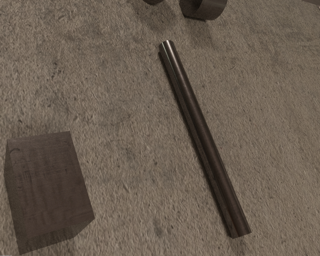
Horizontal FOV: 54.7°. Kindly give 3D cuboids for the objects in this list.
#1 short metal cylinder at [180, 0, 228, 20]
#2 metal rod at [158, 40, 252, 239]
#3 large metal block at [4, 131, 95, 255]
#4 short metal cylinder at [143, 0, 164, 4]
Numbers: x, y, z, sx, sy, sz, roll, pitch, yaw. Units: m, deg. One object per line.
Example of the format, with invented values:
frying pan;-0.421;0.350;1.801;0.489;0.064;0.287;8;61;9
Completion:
short metal cylinder;0.079;-0.240;0.560;0.050;0.080;0.080;0;62;-29
metal rod;0.055;0.001;0.434;0.025;0.025;0.299;-5;64;-31
large metal block;-0.104;0.059;0.277;0.050;0.080;0.080;-9;66;-32
short metal cylinder;-0.005;-0.260;0.526;0.080;0.080;0.050;40;51;-2
